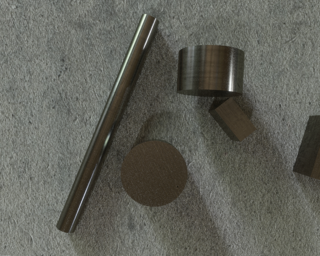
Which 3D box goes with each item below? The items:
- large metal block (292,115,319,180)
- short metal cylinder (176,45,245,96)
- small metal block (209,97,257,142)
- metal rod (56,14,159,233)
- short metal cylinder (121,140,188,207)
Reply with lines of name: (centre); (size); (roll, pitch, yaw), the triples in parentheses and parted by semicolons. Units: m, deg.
large metal block: (0.232, 0.033, 0.401); (0.080, 0.050, 0.080); (17, 90, -1)
short metal cylinder: (0.062, -0.067, 0.383); (0.081, 0.080, 0.050); (3, 90, -1)
small metal block: (0.092, -0.011, 0.399); (0.025, 0.050, 0.050); (-39, 91, 0)
metal rod: (-0.068, -0.006, 0.409); (0.025, 0.025, 0.299); (22, 90, -1)
short metal cylinder: (-0.007, 0.055, 0.397); (0.081, 0.050, 0.079); (0, 90, -1)
